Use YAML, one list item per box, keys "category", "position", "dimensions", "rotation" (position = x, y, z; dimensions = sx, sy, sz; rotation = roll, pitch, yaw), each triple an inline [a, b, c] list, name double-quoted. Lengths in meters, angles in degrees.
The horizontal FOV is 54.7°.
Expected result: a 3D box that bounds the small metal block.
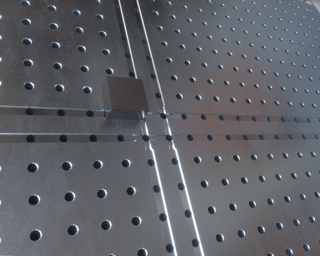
- category: "small metal block"
  position: [-0.047, -0.039, 0.408]
  dimensions: [0.050, 0.025, 0.050]
  rotation: [1, 61, -28]
